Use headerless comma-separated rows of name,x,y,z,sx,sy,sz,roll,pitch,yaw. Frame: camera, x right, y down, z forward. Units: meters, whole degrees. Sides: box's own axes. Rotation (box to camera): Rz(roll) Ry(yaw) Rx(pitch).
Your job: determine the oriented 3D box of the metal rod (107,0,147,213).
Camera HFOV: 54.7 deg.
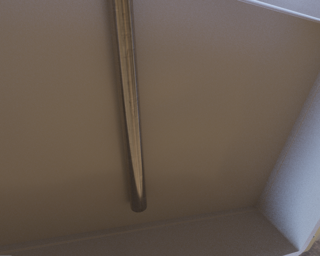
metal rod,-0.036,-0.008,0.385,0.025,0.025,0.298,-15,125,-20
